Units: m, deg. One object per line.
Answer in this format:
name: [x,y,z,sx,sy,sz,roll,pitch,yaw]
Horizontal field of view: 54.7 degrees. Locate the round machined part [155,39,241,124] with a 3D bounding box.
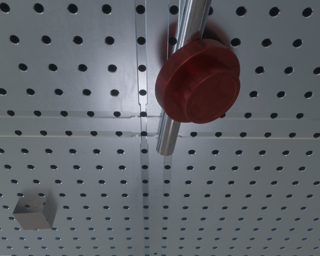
round machined part: [0.048,-0.043,0.339,0.099,0.042,0.097,-19,138,-18]

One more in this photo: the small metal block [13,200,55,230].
small metal block: [-0.218,0.152,0.539,0.050,0.025,0.050,-4,130,3]

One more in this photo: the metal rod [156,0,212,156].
metal rod: [0.029,-0.082,0.342,0.025,0.025,0.298,6,130,-6]
